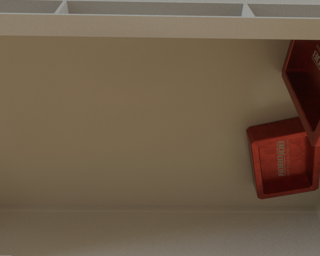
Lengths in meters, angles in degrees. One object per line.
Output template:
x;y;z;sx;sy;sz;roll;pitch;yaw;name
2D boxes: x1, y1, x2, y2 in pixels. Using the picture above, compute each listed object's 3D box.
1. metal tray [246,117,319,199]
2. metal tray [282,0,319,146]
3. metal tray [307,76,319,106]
0.179;0.047;0.446;0.090;0.030;0.129;-12;129;10;metal tray
0.155;-0.056;0.293;0.030;0.130;0.089;3;130;3;metal tray
0.218;-0.038;0.310;0.090;0.130;0.030;-6;101;5;metal tray
